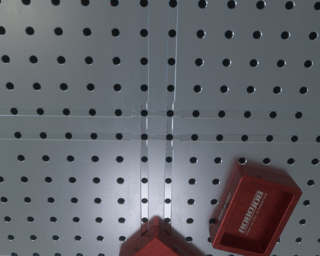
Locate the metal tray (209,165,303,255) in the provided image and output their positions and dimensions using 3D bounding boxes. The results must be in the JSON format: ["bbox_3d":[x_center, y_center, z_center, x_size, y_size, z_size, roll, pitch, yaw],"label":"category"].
[{"bbox_3d":[0.138,0.127,0.458,0.090,0.030,0.129,15,109,-6],"label":"metal tray"}]

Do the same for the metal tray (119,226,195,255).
[{"bbox_3d":[0.008,0.226,0.494,0.130,0.030,0.090,43,104,-14],"label":"metal tray"}]
